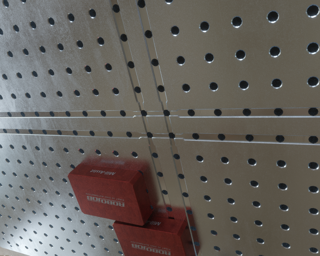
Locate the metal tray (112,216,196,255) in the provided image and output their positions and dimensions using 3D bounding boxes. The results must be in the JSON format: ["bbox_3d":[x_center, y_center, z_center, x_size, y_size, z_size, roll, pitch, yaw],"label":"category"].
[{"bbox_3d":[-0.010,0.196,0.534,0.130,0.030,0.089,0,118,28],"label":"metal tray"}]

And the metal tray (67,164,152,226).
[{"bbox_3d":[-0.084,0.111,0.521,0.130,0.030,0.089,2,120,27],"label":"metal tray"}]
